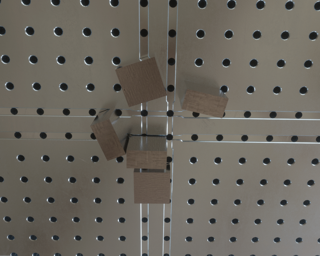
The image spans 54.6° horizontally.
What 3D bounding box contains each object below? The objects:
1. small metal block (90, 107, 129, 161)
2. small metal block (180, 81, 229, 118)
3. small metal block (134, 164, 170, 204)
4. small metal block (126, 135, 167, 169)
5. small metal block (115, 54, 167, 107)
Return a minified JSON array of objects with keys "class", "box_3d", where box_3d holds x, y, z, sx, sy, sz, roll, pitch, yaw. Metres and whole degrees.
[{"class":"small metal block","box_3d":[-0.063,0.007,0.402,0.025,0.050,0.050,-20,109,7]},{"class":"small metal block","box_3d":[0.053,-0.037,0.387,0.050,0.050,0.025,13,110,-5]},{"class":"small metal block","box_3d":[-0.011,0.080,0.443,0.050,0.025,0.050,1,110,-1]},{"class":"small metal block","box_3d":[-0.017,0.031,0.411,0.050,0.050,0.025,2,110,-1]},{"class":"small metal block","box_3d":[-0.023,-0.060,0.391,0.050,0.025,0.050,-17,109,6]}]
